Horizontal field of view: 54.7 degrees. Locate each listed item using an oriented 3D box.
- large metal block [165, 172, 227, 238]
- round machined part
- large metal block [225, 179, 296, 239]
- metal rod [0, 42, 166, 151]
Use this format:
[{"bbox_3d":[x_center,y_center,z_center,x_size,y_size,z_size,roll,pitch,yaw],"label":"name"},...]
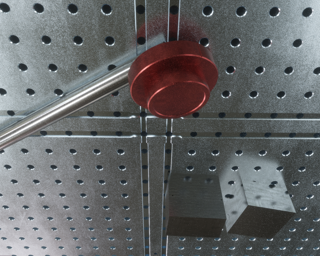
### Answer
[{"bbox_3d":[0.051,0.117,0.476,0.081,0.080,0.050,4,130,-4],"label":"large metal block"},{"bbox_3d":[0.017,-0.045,0.340,0.099,0.042,0.098,-10,151,-5],"label":"round machined part"},{"bbox_3d":[0.160,0.136,0.512,0.081,0.050,0.079,11,129,-10],"label":"large metal block"},{"bbox_3d":[-0.120,-0.026,0.387,0.300,0.025,0.025,-24,126,19],"label":"metal rod"}]
